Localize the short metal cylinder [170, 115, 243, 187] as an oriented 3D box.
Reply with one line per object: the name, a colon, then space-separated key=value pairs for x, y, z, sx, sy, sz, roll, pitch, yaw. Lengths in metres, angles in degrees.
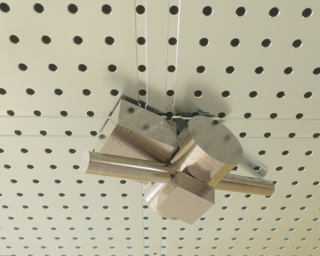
short metal cylinder: x=0.058 y=0.030 z=0.397 sx=0.080 sy=0.080 sz=0.050 roll=22 pitch=127 yaw=-18

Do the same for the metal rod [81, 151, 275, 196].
metal rod: x=0.045 y=0.066 z=0.412 sx=0.302 sy=0.025 sz=0.025 roll=13 pitch=131 yaw=-31

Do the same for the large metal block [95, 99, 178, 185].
large metal block: x=-0.033 y=0.021 z=0.405 sx=0.080 sy=0.050 sz=0.080 roll=23 pitch=126 yaw=-19

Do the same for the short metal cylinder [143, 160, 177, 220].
short metal cylinder: x=0.023 y=0.082 z=0.441 sx=0.080 sy=0.080 sz=0.050 roll=24 pitch=126 yaw=-19

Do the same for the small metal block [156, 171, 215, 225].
small metal block: x=0.031 y=0.086 z=0.377 sx=0.050 sy=0.025 sz=0.050 roll=28 pitch=125 yaw=-12
